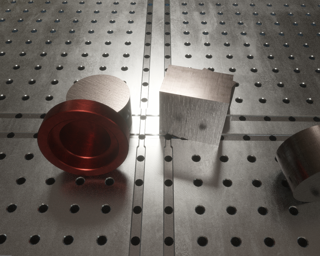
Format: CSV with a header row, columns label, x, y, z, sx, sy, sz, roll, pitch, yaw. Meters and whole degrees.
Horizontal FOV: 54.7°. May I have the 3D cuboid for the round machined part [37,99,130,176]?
label,x,y,z,sx,sy,sz,roll,pitch,yaw
round machined part,-0.084,0.007,0.355,0.099,0.097,0.042,-1,39,-1

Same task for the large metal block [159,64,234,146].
label,x,y,z,sx,sy,sz,roll,pitch,yaw
large metal block,0.044,-0.028,0.396,0.080,0.080,0.050,11,51,9

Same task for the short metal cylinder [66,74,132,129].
label,x,y,z,sx,sy,sz,roll,pitch,yaw
short metal cylinder,-0.079,-0.026,0.412,0.081,0.050,0.080,0,50,0

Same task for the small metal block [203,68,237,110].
label,x,y,z,sx,sy,sz,roll,pitch,yaw
small metal block,0.074,-0.049,0.434,0.050,0.050,0.025,30,56,22

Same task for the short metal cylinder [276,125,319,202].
label,x,y,z,sx,sy,sz,roll,pitch,yaw
short metal cylinder,0.177,0.040,0.341,0.081,0.080,0.050,-6,51,-5
